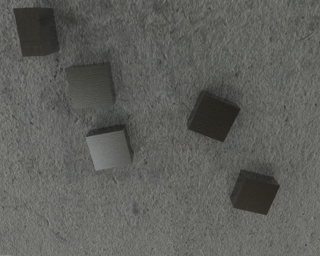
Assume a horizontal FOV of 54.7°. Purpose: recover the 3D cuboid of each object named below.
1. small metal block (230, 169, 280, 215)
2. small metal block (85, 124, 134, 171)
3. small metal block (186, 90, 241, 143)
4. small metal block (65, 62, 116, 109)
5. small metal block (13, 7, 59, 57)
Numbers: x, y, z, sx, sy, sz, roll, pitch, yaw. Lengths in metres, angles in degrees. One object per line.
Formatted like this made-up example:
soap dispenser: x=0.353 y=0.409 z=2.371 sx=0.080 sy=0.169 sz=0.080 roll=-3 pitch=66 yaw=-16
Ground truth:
small metal block: x=0.135 y=0.092 z=0.445 sx=0.050 sy=0.025 sz=0.050 roll=14 pitch=110 yaw=-5
small metal block: x=-0.067 y=0.026 z=0.419 sx=0.050 sy=0.025 sz=0.050 roll=-11 pitch=110 yaw=3
small metal block: x=0.069 y=-0.016 z=0.405 sx=0.050 sy=0.025 sz=0.050 roll=21 pitch=109 yaw=-8
small metal block: x=-0.086 y=-0.054 z=0.389 sx=0.050 sy=0.025 sz=0.050 roll=-6 pitch=110 yaw=2
small metal block: x=-0.139 y=-0.111 z=0.354 sx=0.025 sy=0.050 sz=0.050 roll=-2 pitch=110 yaw=1
